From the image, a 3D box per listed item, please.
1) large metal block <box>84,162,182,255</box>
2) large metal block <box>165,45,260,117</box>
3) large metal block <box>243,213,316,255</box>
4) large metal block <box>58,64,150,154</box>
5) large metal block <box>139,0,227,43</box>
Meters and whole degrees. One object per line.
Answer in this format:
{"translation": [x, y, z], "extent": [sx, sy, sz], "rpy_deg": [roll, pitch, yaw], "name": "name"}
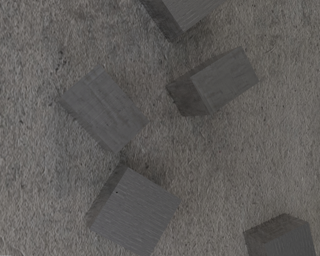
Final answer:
{"translation": [-0.034, 0.100, 0.383], "extent": [0.080, 0.050, 0.080], "rpy_deg": [35, 79, -17], "name": "large metal block"}
{"translation": [0.065, -0.058, 0.403], "extent": [0.080, 0.080, 0.050], "rpy_deg": [-34, 101, -17], "name": "large metal block"}
{"translation": [0.181, 0.185, 0.462], "extent": [0.081, 0.050, 0.080], "rpy_deg": [-17, 96, -19], "name": "large metal block"}
{"translation": [-0.067, -0.019, 0.355], "extent": [0.050, 0.080, 0.080], "rpy_deg": [-45, 104, -14], "name": "large metal block"}
{"translation": [0.027, -0.173, 0.405], "extent": [0.080, 0.050, 0.080], "rpy_deg": [-41, 103, -15], "name": "large metal block"}
